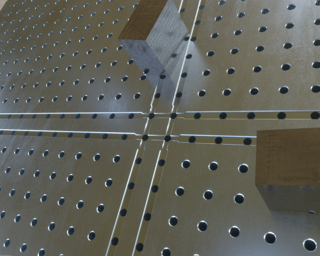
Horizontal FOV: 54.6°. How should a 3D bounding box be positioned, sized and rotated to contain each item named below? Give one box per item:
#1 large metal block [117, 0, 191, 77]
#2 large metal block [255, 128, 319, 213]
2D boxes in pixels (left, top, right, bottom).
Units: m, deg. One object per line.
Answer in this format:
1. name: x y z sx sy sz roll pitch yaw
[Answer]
1. large metal block: -0.006 -0.134 0.459 0.050 0.080 0.080 13 69 34
2. large metal block: 0.135 0.041 0.278 0.080 0.080 0.050 -4 60 26
